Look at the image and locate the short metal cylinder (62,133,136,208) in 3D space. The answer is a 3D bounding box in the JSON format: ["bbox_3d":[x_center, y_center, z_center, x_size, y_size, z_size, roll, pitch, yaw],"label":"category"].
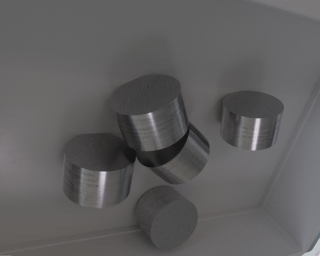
[{"bbox_3d":[-0.071,0.048,0.363,0.081,0.080,0.050,-3,120,-27],"label":"short metal cylinder"}]

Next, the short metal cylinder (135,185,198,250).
[{"bbox_3d":[0.010,0.134,0.469,0.081,0.050,0.079,-9,109,-28],"label":"short metal cylinder"}]

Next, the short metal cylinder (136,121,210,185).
[{"bbox_3d":[0.016,0.025,0.397,0.080,0.080,0.050,-45,129,3],"label":"short metal cylinder"}]

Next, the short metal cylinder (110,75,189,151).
[{"bbox_3d":[-0.011,-0.019,0.355,0.080,0.080,0.050,-26,128,-13],"label":"short metal cylinder"}]

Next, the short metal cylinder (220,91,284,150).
[{"bbox_3d":[0.127,-0.012,0.434,0.081,0.080,0.050,-15,125,-20],"label":"short metal cylinder"}]
